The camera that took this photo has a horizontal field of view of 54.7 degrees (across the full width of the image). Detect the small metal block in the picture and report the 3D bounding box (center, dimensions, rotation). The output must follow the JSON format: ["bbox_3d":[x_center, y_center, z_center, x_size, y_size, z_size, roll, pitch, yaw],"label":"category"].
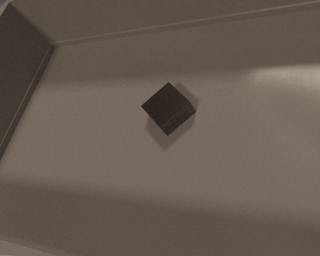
[{"bbox_3d":[0.011,-0.026,0.415,0.050,0.025,0.050,-41,51,0],"label":"small metal block"}]
